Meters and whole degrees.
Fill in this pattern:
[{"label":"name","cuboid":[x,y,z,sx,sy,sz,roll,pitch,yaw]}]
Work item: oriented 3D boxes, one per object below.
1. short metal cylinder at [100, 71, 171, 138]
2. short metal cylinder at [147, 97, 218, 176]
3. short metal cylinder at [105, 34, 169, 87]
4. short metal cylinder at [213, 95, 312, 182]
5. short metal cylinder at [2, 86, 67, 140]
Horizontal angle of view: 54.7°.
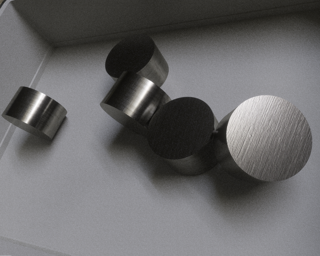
[{"label":"short metal cylinder","cuboid":[-0.030,-0.029,0.402,0.080,0.080,0.050,23,74,36]},{"label":"short metal cylinder","cuboid":[0.032,0.010,0.366,0.080,0.050,0.080,-13,56,20]},{"label":"short metal cylinder","cuboid":[-0.034,-0.092,0.462,0.080,0.050,0.080,-13,56,20]},{"label":"short metal cylinder","cuboid":[0.098,0.013,0.306,0.081,0.050,0.080,1,79,-4]},{"label":"short metal cylinder","cuboid":[-0.194,-0.021,0.483,0.080,0.080,0.050,12,68,32]}]
